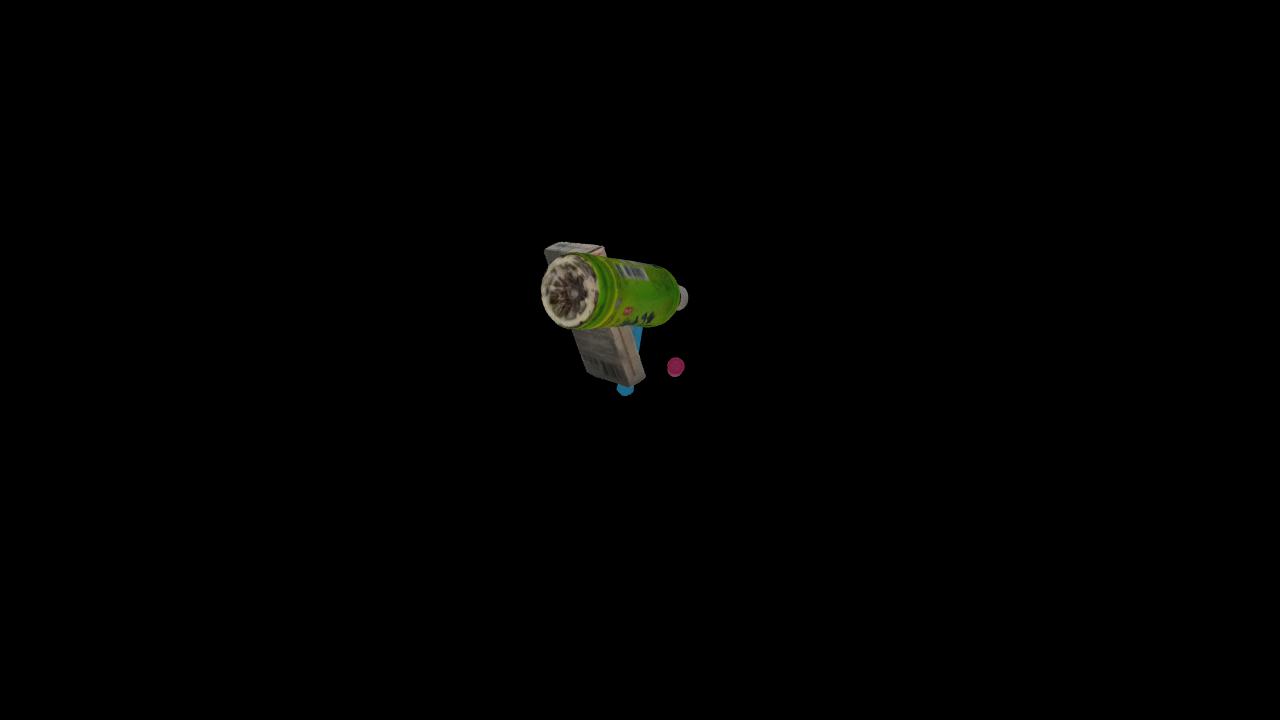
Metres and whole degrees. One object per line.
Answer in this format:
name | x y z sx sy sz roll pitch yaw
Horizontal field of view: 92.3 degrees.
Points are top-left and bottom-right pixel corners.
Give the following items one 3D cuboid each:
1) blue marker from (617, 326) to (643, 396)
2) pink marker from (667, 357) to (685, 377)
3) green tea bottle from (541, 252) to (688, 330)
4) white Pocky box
blue marker | -0.010 -0.008 0.707 0.020 0.121 0.020 5 -42 4
pink marker | 0.041 0.009 0.711 0.020 0.020 0.121 0 -3 3
green tea bottle | -0.009 -0.068 0.633 0.073 0.073 0.212 0 4 33
white Pocky box | -0.048 -0.048 0.651 0.028 0.154 0.084 -32 29 -28
